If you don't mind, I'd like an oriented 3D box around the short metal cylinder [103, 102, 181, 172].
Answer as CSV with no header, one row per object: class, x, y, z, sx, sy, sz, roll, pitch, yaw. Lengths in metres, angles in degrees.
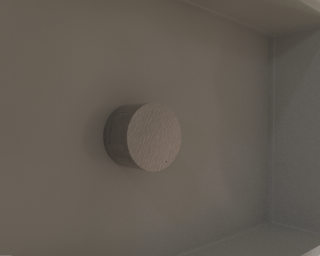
short metal cylinder,-0.021,0.010,0.375,0.081,0.050,0.079,0,90,-40
